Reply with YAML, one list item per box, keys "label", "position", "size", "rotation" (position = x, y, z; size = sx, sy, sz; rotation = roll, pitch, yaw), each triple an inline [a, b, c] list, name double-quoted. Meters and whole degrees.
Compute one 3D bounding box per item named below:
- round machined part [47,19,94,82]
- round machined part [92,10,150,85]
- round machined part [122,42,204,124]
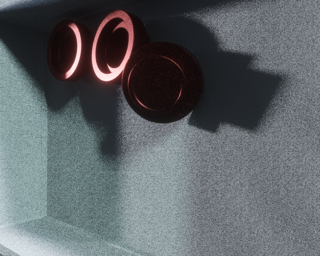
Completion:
- label: "round machined part"
  position: [-0.142, -0.125, 0.513]
  size: [0.098, 0.042, 0.097]
  rotation: [0, 90, 40]
- label: "round machined part"
  position: [-0.050, -0.109, 0.432]
  size: [0.098, 0.042, 0.097]
  rotation: [-7, 80, 46]
- label: "round machined part"
  position: [0.001, -0.052, 0.368]
  size: [0.098, 0.042, 0.097]
  rotation: [3, 105, 12]
